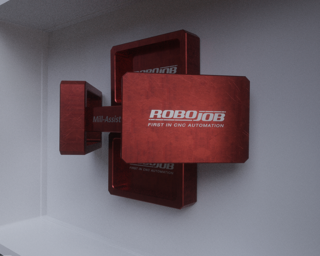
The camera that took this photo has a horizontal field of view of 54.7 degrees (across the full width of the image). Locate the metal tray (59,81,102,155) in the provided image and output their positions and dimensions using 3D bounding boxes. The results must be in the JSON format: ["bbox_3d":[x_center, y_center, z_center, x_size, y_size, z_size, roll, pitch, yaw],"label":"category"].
[{"bbox_3d":[-0.106,-0.013,0.433,0.030,0.130,0.089,1,90,-2],"label":"metal tray"}]

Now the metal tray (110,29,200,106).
[{"bbox_3d":[-0.010,-0.071,0.410,0.130,0.030,0.089,0,91,39],"label":"metal tray"}]

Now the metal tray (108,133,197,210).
[{"bbox_3d":[-0.014,0.050,0.411,0.130,0.030,0.089,1,90,39],"label":"metal tray"}]

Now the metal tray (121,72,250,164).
[{"bbox_3d":[0.026,-0.009,0.324,0.030,0.131,0.089,-177,87,-82],"label":"metal tray"}]

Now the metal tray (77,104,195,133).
[{"bbox_3d":[-0.033,-0.010,0.390,0.130,0.091,0.030,1,91,39],"label":"metal tray"}]
